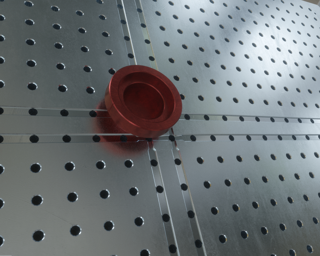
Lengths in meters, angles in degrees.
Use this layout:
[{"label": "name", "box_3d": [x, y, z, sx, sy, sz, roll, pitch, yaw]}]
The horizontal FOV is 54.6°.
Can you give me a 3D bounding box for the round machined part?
[{"label": "round machined part", "box_3d": [-0.024, -0.030, 0.402, 0.099, 0.042, 0.098, 13, 56, -21]}]
